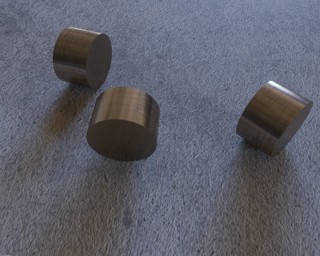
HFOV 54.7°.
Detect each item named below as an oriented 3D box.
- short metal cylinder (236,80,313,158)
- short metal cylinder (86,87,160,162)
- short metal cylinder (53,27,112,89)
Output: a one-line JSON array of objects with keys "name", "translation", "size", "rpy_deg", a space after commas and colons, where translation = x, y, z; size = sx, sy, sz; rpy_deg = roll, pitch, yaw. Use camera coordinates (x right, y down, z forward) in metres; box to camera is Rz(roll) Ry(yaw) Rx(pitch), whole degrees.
[{"name": "short metal cylinder", "translation": [0.139, -0.011, 0.377], "size": [0.080, 0.080, 0.050], "rpy_deg": [-37, 59, -27]}, {"name": "short metal cylinder", "translation": [-0.042, -0.003, 0.369], "size": [0.080, 0.080, 0.050], "rpy_deg": [3, 50, 2]}, {"name": "short metal cylinder", "translation": [-0.111, -0.102, 0.453], "size": [0.050, 0.080, 0.080], "rpy_deg": [15, 52, 12]}]
